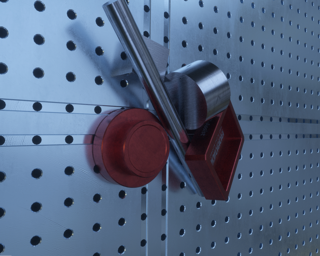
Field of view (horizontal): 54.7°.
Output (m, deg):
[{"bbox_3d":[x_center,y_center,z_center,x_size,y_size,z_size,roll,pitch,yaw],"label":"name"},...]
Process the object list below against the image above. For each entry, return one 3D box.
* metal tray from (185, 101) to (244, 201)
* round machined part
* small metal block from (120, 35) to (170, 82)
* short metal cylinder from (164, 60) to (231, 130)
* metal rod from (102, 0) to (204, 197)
[{"bbox_3d":[0.085,0.028,0.452,0.090,0.030,0.130,61,40,-31],"label":"metal tray"},{"bbox_3d":[-0.027,0.024,0.376,0.099,0.042,0.097,0,90,-40],"label":"round machined part"},{"bbox_3d":[-0.018,-0.085,0.396,0.050,0.025,0.050,17,79,-39],"label":"small metal block"},{"bbox_3d":[0.046,-0.044,0.414,0.050,0.080,0.080,-32,110,-36],"label":"short metal cylinder"},{"bbox_3d":[0.010,-0.018,0.398,0.025,0.025,0.299,-47,126,-30],"label":"metal rod"}]
